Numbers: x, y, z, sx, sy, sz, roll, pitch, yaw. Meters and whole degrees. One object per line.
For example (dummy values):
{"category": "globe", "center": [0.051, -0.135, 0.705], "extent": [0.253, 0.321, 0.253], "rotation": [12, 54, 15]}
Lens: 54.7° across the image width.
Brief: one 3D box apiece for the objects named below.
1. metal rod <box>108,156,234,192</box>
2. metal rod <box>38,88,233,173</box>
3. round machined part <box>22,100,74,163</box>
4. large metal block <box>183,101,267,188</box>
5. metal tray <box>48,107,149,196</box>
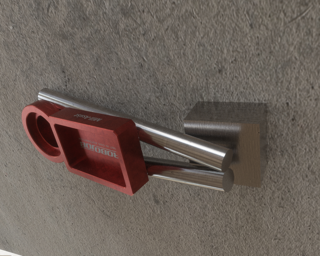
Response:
{"category": "metal rod", "center": [-0.043, 0.047, 0.417], "extent": [0.300, 0.025, 0.025], "rotation": [3, 121, 41]}
{"category": "metal rod", "center": [-0.053, -0.008, 0.388], "extent": [0.300, 0.025, 0.025], "rotation": [19, 127, 32]}
{"category": "round machined part", "center": [-0.161, 0.001, 0.473], "extent": [0.098, 0.042, 0.097], "rotation": [21, 129, 28]}
{"category": "large metal block", "center": [0.078, 0.017, 0.358], "extent": [0.080, 0.050, 0.079], "rotation": [4, 120, 26]}
{"category": "metal tray", "center": [-0.080, 0.026, 0.395], "extent": [0.130, 0.030, 0.089], "rotation": [11, 124, 37]}
